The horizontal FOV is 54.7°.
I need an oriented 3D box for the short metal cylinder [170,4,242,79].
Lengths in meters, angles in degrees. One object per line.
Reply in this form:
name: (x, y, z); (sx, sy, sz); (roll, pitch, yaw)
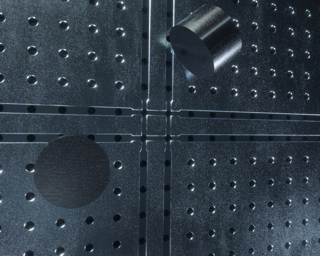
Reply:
short metal cylinder: (0.058, -0.112, 0.405); (0.050, 0.080, 0.080); (-41, 103, -15)

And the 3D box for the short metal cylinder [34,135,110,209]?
short metal cylinder: (-0.103, 0.048, 0.361); (0.081, 0.050, 0.079); (0, 90, -20)
